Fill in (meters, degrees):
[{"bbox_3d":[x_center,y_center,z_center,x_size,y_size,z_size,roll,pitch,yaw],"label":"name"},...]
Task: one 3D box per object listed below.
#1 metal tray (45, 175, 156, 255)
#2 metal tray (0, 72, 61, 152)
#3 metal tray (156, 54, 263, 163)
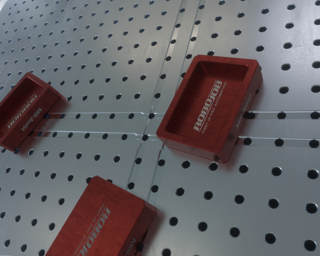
[{"bbox_3d":[-0.074,0.132,0.364,0.090,0.030,0.130,19,71,35],"label":"metal tray"},{"bbox_3d":[-0.250,-0.032,0.558,0.090,0.030,0.130,30,78,37],"label":"metal tray"},{"bbox_3d":[0.063,-0.030,0.390,0.090,0.030,0.130,15,69,34],"label":"metal tray"}]
